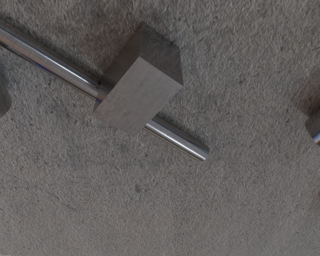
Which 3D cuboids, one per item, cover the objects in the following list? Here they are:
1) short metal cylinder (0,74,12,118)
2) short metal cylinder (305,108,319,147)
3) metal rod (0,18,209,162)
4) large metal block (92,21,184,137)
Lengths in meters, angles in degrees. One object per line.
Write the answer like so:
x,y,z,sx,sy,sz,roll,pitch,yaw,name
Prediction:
-0.212,-0.039,0.336,0.080,0.080,0.050,-3,130,2,short metal cylinder
0.227,0.002,0.375,0.080,0.080,0.050,23,126,-18,short metal cylinder
-0.057,-0.034,0.377,0.301,0.025,0.025,31,123,-24,metal rod
-0.023,-0.052,0.327,0.050,0.080,0.080,31,124,-24,large metal block
